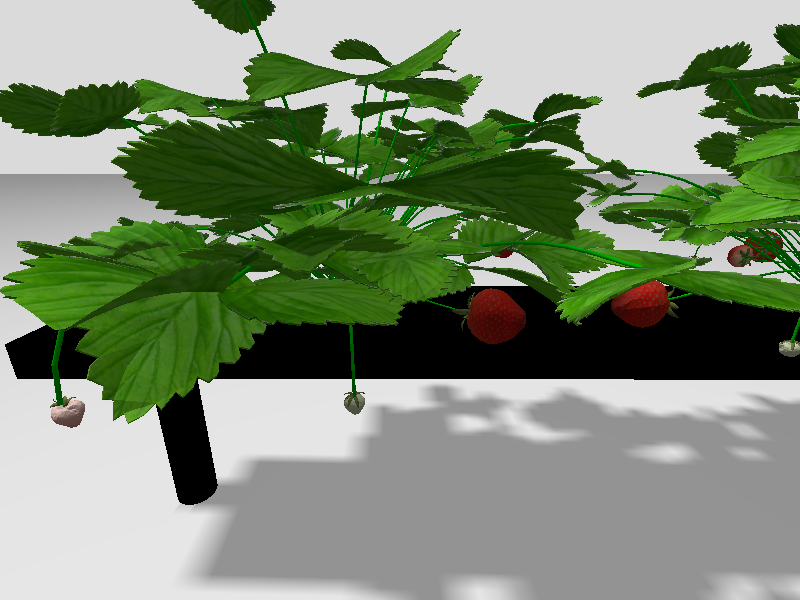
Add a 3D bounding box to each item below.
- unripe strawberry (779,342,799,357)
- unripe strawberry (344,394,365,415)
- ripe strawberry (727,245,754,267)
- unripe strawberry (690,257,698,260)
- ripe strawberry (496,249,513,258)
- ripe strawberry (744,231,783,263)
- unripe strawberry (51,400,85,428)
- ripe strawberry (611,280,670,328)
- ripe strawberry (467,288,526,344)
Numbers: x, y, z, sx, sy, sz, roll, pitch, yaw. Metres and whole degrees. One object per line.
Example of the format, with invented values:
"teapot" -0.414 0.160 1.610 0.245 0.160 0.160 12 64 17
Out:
"unripe strawberry" 0.265 0.033 0.272 0.010 0.011 0.012 -14 24 -35
"unripe strawberry" -0.024 0.055 0.210 0.011 0.011 0.010 -3 20 -8
"ripe strawberry" 0.433 -0.057 0.511 0.025 0.029 0.027 4 19 12
"unripe strawberry" 0.365 -0.048 0.497 0.011 0.011 0.010 -5 20 -14
"ripe strawberry" 0.142 -0.073 0.554 0.037 0.031 0.037 18 -2 41
"ripe strawberry" 0.492 -0.073 0.545 0.040 0.043 0.043 9 21 24
"unripe strawberry" -0.158 0.055 0.191 0.014 0.013 0.013 11 22 28
"ripe strawberry" 0.194 0.003 0.328 0.043 0.042 0.040 -4 20 -10
"ripe strawberry" 0.074 0.013 0.301 0.042 0.041 0.039 11 22 28
